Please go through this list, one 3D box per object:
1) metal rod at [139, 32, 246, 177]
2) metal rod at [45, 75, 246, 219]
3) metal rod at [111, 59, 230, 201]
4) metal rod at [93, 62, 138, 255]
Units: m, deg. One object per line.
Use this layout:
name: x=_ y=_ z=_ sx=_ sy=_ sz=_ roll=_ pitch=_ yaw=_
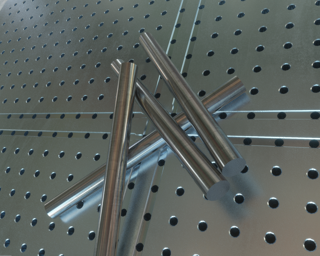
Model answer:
metal rod: x=0.024 y=-0.054 z=0.402 sx=0.025 sy=0.025 sz=0.300 roll=-34 pitch=43 yaw=6
metal rod: x=-0.023 y=0.028 z=0.404 sx=0.300 sy=0.025 sz=0.025 roll=-34 pitch=51 yaw=5
metal rod: x=-0.007 y=-0.022 z=0.397 sx=0.025 sy=0.025 sz=0.300 roll=-39 pitch=42 yaw=2
metal rod: x=-0.054 y=0.056 z=0.374 sx=0.025 sy=0.025 sz=0.299 roll=-5 pitch=68 yaw=26
